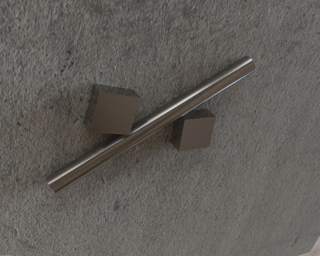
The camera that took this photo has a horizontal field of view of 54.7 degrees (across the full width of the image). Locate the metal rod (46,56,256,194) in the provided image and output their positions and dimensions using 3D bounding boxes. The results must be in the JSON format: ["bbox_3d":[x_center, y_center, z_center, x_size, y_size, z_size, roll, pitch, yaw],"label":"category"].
[{"bbox_3d":[-0.005,-0.009,0.400,0.301,0.025,0.025,-32,129,-8],"label":"metal rod"}]

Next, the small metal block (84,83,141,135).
[{"bbox_3d":[-0.056,-0.021,0.364,0.050,0.025,0.050,5,116,-31],"label":"small metal block"}]

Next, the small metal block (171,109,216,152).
[{"bbox_3d":[0.046,0.002,0.436,0.050,0.025,0.050,-6,122,-26],"label":"small metal block"}]
